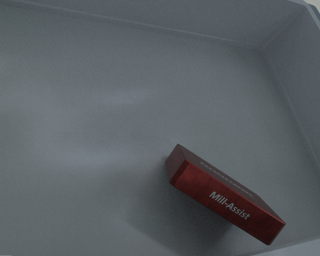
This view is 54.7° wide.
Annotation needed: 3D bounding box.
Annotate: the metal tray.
[{"bbox_3d":[0.070,0.073,0.362,0.130,0.090,0.030,33,96,-7],"label":"metal tray"}]
